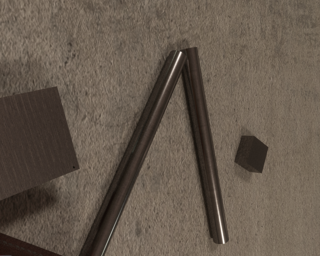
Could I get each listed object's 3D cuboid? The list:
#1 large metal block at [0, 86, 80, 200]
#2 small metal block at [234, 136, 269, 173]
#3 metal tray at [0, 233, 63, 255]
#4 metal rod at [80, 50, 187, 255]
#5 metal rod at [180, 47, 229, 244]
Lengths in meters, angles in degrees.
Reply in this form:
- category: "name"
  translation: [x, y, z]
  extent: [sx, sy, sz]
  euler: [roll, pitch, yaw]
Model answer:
- category: "large metal block"
  translation: [-0.130, 0.011, 0.280]
  extent: [0.081, 0.050, 0.079]
  euler: [-21, 103, -38]
- category: "small metal block"
  translation: [0.161, 0.046, 0.543]
  extent: [0.050, 0.025, 0.050]
  euler: [32, 70, -36]
- category: "metal tray"
  translation: [-0.115, 0.123, 0.266]
  extent: [0.130, 0.090, 0.030]
  euler: [39, 66, -33]
- category: "metal rod"
  translation: [-0.029, 0.032, 0.381]
  extent: [0.025, 0.025, 0.300]
  euler: [36, 68, -35]
- category: "metal rod"
  translation: [0.068, 0.032, 0.464]
  extent: [0.025, 0.025, 0.298]
  euler: [-18, 102, -39]
